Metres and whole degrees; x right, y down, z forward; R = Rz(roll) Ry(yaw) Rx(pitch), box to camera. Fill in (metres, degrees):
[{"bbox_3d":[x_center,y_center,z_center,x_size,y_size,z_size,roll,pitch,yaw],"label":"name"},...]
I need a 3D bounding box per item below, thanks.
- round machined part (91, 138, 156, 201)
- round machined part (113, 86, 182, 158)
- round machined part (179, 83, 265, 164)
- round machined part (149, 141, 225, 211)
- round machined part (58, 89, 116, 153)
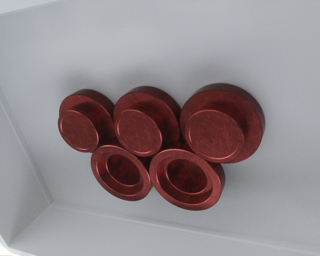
[{"bbox_3d":[-0.049,0.056,0.456,0.098,0.042,0.097,13,124,21],"label":"round machined part"},{"bbox_3d":[-0.020,-0.002,0.404,0.098,0.042,0.097,13,123,21],"label":"round machined part"},{"bbox_3d":[0.068,0.001,0.359,0.098,0.042,0.097,13,123,21],"label":"round machined part"},{"bbox_3d":[0.039,0.059,0.411,0.098,0.042,0.097,13,124,21],"label":"round machined part"},{"bbox_3d":[-0.107,-0.003,0.449,0.098,0.042,0.097,12,123,20],"label":"round machined part"}]
